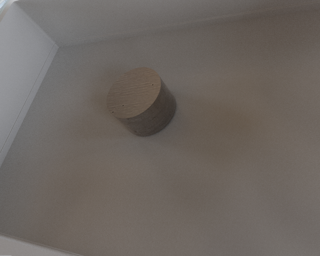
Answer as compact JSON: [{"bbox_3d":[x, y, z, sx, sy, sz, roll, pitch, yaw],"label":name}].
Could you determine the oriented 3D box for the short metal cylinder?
[{"bbox_3d":[-0.025,-0.035,0.423,0.080,0.050,0.080,-13,56,21],"label":"short metal cylinder"}]
